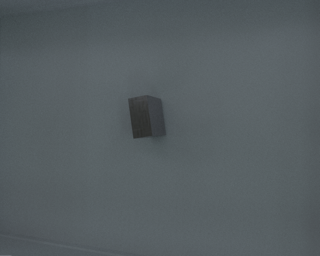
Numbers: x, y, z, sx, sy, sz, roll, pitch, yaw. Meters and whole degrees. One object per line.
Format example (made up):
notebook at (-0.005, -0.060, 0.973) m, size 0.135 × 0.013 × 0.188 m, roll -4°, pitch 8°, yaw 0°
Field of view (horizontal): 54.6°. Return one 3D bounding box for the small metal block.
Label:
small metal block at (-0.016, -0.013, 0.399) m, size 0.025 × 0.050 × 0.050 m, roll -9°, pitch 86°, yaw 20°
